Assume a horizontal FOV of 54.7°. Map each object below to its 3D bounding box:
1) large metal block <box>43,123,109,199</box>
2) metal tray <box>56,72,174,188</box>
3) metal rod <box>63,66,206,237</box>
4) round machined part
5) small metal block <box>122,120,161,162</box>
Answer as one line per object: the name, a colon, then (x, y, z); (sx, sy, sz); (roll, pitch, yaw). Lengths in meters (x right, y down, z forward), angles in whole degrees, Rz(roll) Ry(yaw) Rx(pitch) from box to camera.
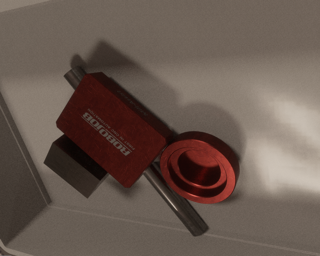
large metal block: (-0.105, 0.040, 0.451); (0.080, 0.080, 0.050); (39, 129, 1)
metal tray: (-0.060, 0.002, 0.396); (0.130, 0.030, 0.090); (41, 112, 6)
metal rod: (-0.031, 0.039, 0.447); (0.025, 0.025, 0.300); (-30, 102, 37)
round machined part: (0.053, 0.046, 0.397); (0.098, 0.042, 0.097); (13, 124, 20)
small metal block: (-0.023, 0.018, 0.413); (0.050, 0.025, 0.050); (-4, 113, -5)
